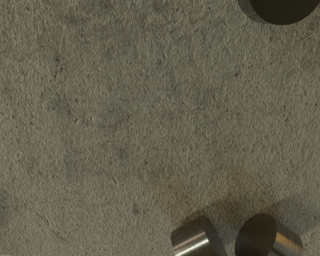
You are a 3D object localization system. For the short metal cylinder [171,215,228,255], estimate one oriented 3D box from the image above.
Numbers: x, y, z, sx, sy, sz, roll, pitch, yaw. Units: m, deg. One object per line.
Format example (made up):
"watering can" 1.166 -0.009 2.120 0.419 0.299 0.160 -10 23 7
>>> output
"short metal cylinder" 0.058 0.174 0.445 0.050 0.080 0.080 -31 107 11

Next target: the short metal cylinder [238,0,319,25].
"short metal cylinder" 0.130 -0.156 0.340 0.081 0.050 0.079 0 110 0

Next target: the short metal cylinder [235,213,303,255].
"short metal cylinder" 0.154 0.171 0.445 0.050 0.080 0.080 36 106 -12
